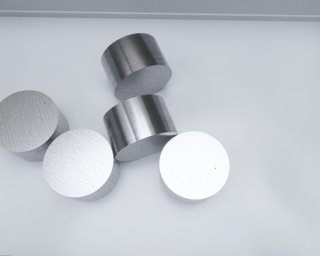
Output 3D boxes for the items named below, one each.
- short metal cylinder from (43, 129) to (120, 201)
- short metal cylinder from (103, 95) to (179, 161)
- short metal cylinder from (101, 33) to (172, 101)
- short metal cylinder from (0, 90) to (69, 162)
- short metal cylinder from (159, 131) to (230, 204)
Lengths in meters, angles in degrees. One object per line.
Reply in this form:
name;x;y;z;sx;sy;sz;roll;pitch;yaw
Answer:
short metal cylinder;-0.093;0.046;0.377;0.081;0.050;0.080;0;71;1
short metal cylinder;-0.023;0.001;0.380;0.081;0.080;0.050;-19;72;-7
short metal cylinder;-0.031;-0.078;0.409;0.080;0.080;0.050;-22;72;-8
short metal cylinder;-0.163;-0.001;0.395;0.081;0.050;0.080;0;70;0
short metal cylinder;0.040;0.050;0.379;0.081;0.050;0.080;0;70;0
